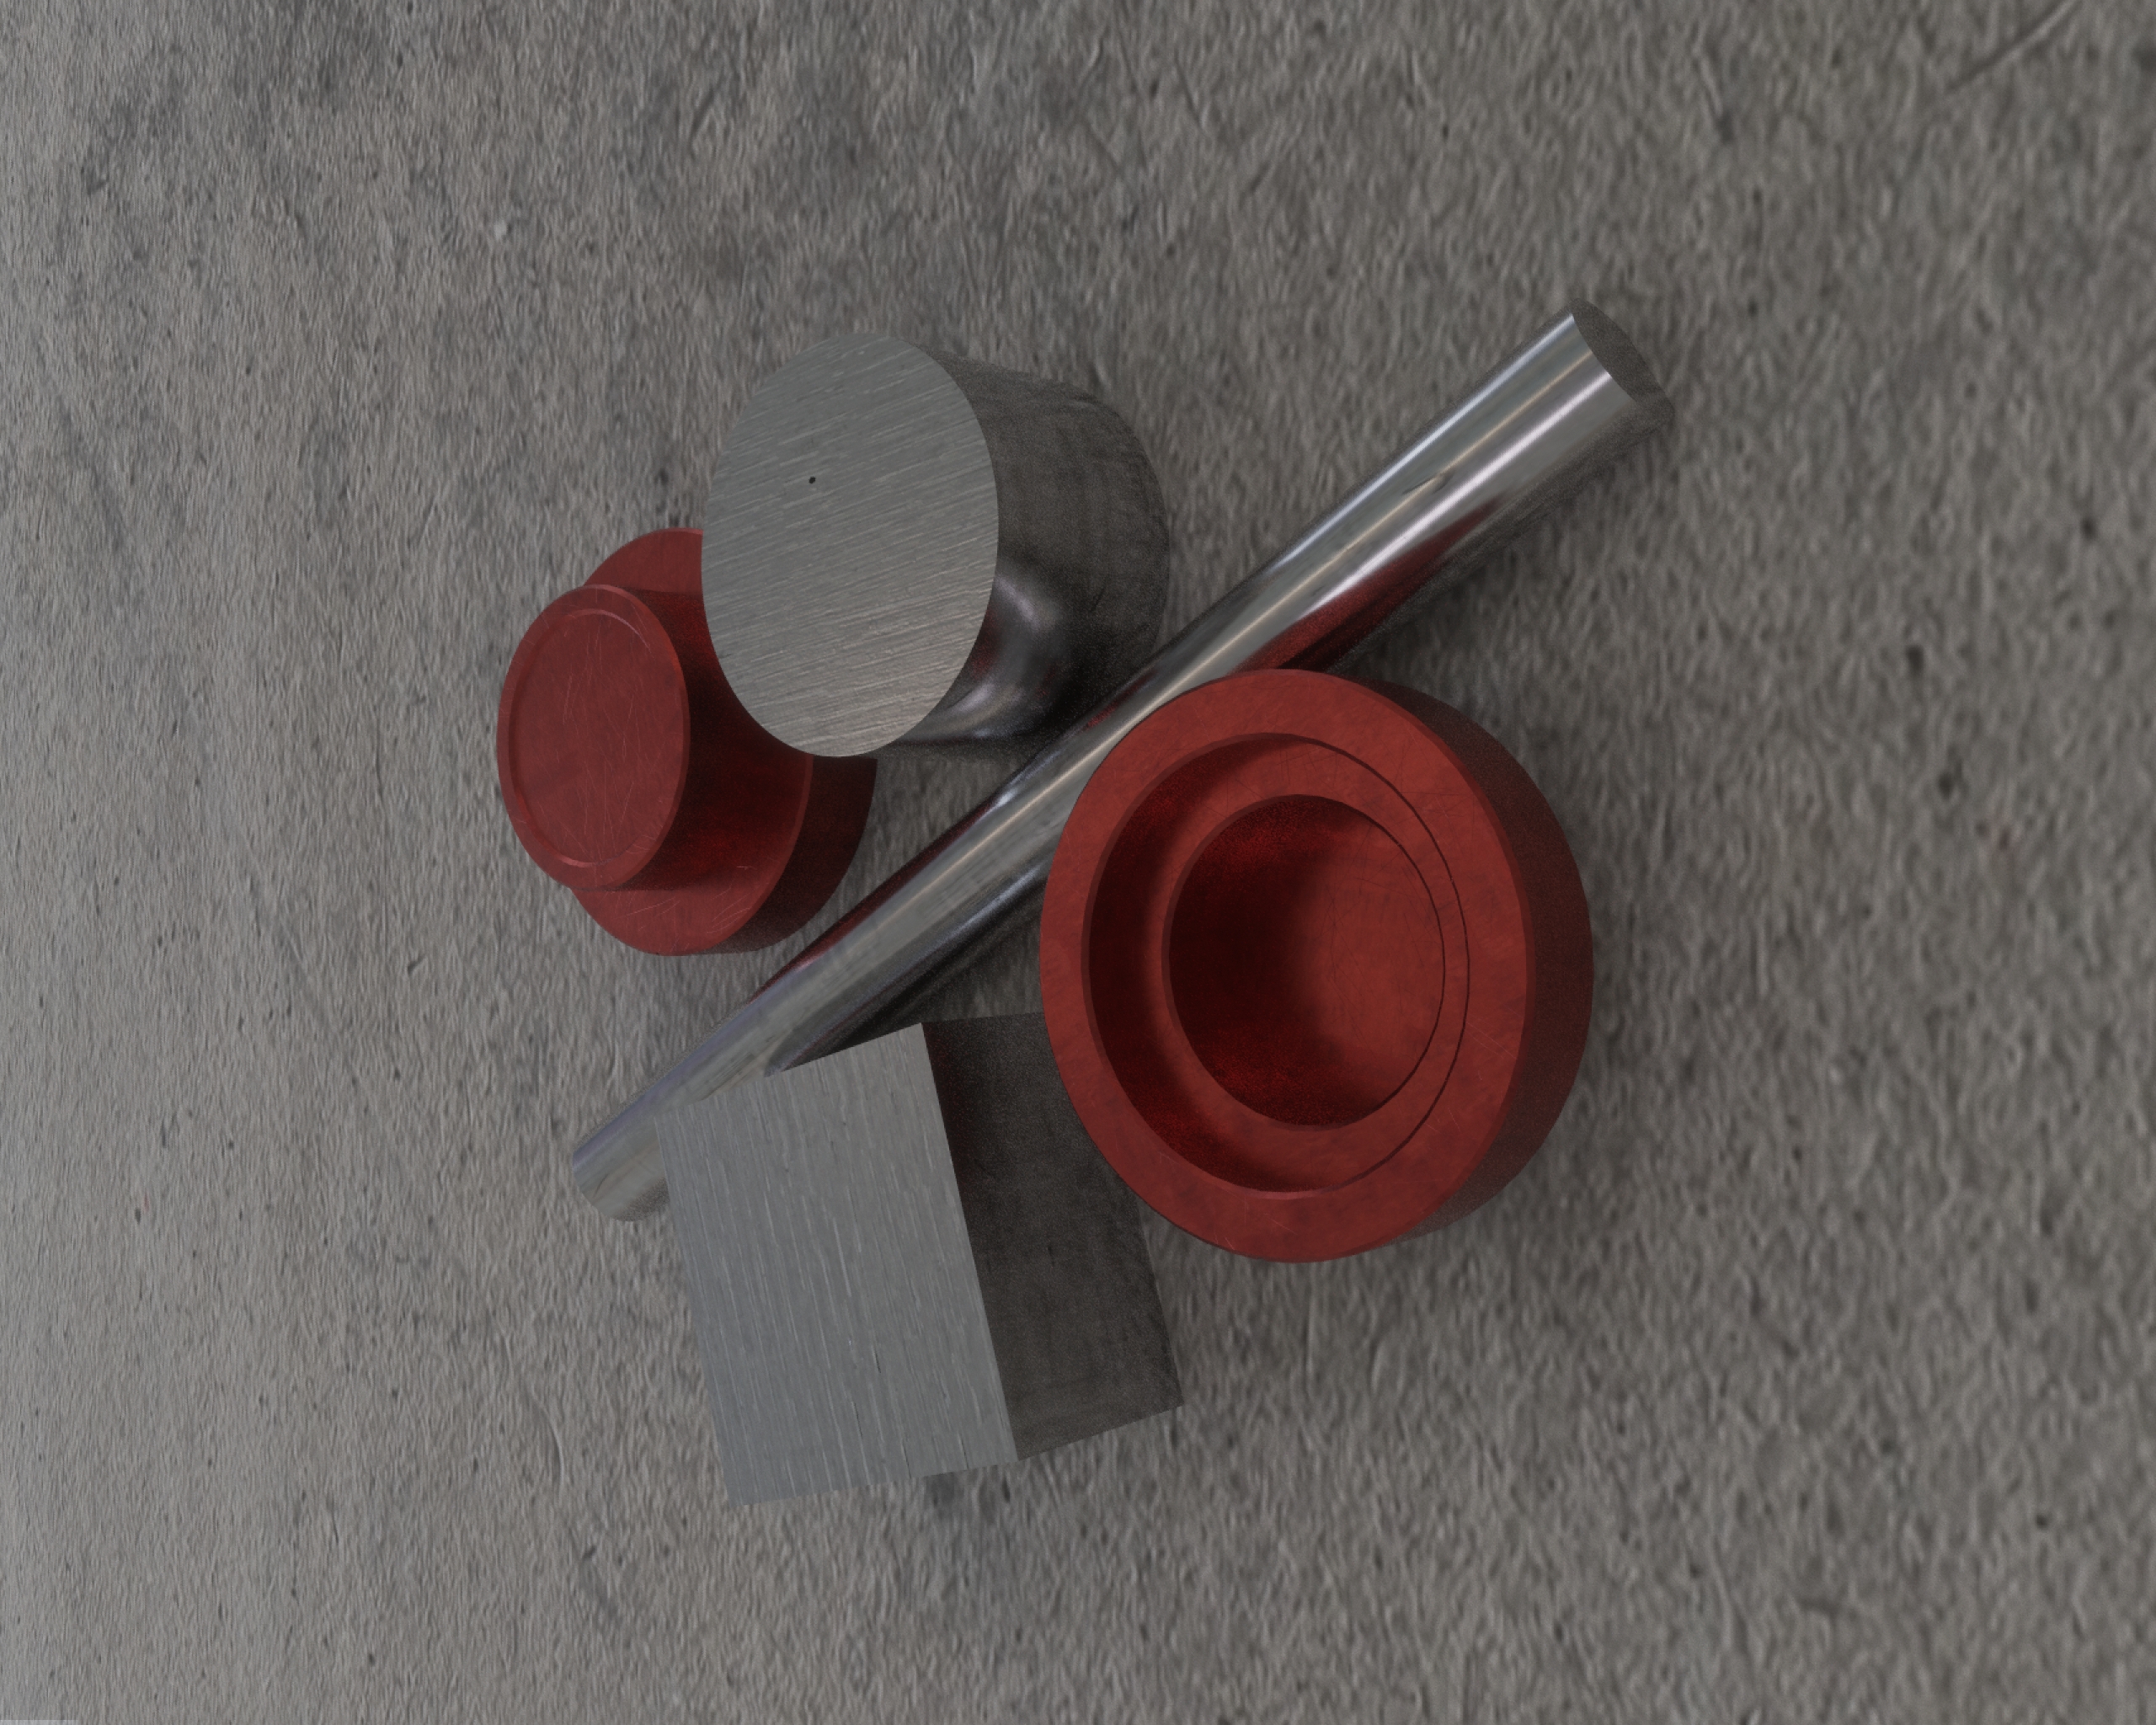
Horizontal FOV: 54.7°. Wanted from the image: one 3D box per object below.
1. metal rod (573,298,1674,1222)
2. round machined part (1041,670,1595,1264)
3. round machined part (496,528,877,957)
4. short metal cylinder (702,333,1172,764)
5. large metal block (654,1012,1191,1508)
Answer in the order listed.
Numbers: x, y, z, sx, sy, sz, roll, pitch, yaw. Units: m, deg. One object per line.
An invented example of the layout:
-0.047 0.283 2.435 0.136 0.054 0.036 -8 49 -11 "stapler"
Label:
-0.011 -0.003 0.417 0.299 0.025 0.025 -38 67 33 "metal rod"
0.044 0.017 0.359 0.098 0.042 0.097 0 90 40 "round machined part"
-0.095 -0.027 0.473 0.098 0.042 0.097 0 90 40 "round machined part"
-0.029 -0.060 0.413 0.080 0.050 0.079 0 90 40 "short metal cylinder"
-0.033 0.079 0.418 0.080 0.050 0.080 -22 76 38 "large metal block"
